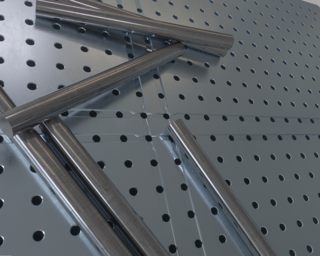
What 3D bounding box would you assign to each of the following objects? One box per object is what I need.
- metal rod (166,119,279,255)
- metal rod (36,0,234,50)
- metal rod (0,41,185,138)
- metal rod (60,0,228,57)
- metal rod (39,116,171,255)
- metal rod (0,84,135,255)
[{"bbox_3d":[0.102,0.115,0.391,0.025,0.025,0.299,-26,76,-37],"label":"metal rod"},{"bbox_3d":[-0.025,-0.154,0.469,0.302,0.025,0.025,4,60,-20],"label":"metal rod"},{"bbox_3d":[-0.058,-0.065,0.398,0.025,0.025,0.302,49,46,6],"label":"metal rod"},{"bbox_3d":[-0.022,-0.164,0.495,0.302,0.025,0.025,11,57,-23],"label":"metal rod"},{"bbox_3d":[-0.028,0.106,0.327,0.025,0.025,0.300,-35,81,-38],"label":"metal rod"},{"bbox_3d":[-0.104,0.053,0.319,0.025,0.025,0.300,-35,81,-38],"label":"metal rod"}]
